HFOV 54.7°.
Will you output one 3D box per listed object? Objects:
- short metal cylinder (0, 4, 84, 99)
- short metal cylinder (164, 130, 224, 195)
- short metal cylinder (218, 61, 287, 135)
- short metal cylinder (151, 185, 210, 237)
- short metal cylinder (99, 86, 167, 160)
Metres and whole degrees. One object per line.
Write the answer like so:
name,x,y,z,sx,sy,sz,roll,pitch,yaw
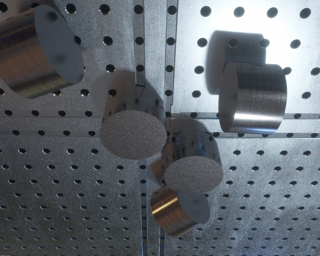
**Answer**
short metal cylinder,-0.120,-0.075,0.310,0.050,0.080,0.080,-17,128,13
short metal cylinder,0.046,0.050,0.439,0.081,0.050,0.079,0,130,0
short metal cylinder,0.100,-0.033,0.349,0.050,0.080,0.079,3,130,-3
short metal cylinder,0.032,0.120,0.478,0.080,0.080,0.050,37,121,-27
short metal cylinder,-0.032,-0.006,0.390,0.081,0.050,0.079,-1,130,0
